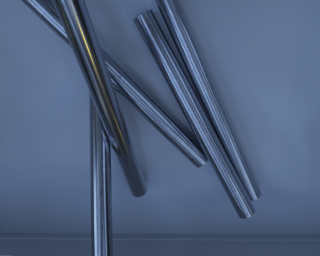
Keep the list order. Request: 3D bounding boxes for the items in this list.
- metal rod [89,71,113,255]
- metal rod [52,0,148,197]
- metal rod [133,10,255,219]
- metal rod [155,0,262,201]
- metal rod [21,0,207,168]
[{"bbox_3d":[-0.071,0.079,0.373,0.025,0.025,0.298,-2,85,0],"label":"metal rod"},{"bbox_3d":[-0.055,-0.017,0.343,0.025,0.025,0.298,-10,133,3],"label":"metal rod"},{"bbox_3d":[0.051,-0.006,0.399,0.025,0.025,0.299,-27,105,9],"label":"metal rod"},{"bbox_3d":[0.069,-0.029,0.401,0.025,0.025,0.299,-25,109,8],"label":"metal rod"},{"bbox_3d":[-0.043,-0.053,0.376,0.025,0.025,0.300,-41,111,13],"label":"metal rod"}]
